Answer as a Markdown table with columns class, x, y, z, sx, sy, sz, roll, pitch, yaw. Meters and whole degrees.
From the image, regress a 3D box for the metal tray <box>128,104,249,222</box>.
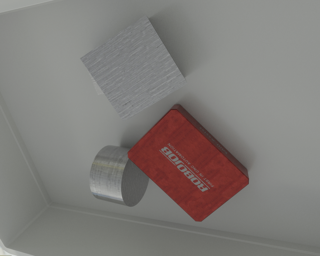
| class | x | y | z | sx | sy | sz | roll | pitch | yaw |
| --- | --- | --- | --- | --- | --- | --- | --- | --- | --- |
| metal tray | 0.036 | 0.045 | 0.395 | 0.130 | 0.030 | 0.090 | 44 | 108 | -3 |

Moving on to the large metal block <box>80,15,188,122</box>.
| class | x | y | z | sx | sy | sz | roll | pitch | yaw |
| --- | --- | --- | --- | --- | --- | --- | --- | --- | --- |
| large metal block | -0.026 | -0.066 | 0.344 | 0.080 | 0.050 | 0.080 | -31 | 103 | 9 |

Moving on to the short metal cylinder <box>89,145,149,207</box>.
| class | x | y | z | sx | sy | sz | roll | pitch | yaw |
| --- | --- | --- | --- | --- | --- | --- | --- | --- | --- |
| short metal cylinder | -0.055 | 0.067 | 0.442 | 0.050 | 0.080 | 0.079 | 7 | 121 | 25 |

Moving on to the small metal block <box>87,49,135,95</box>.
| class | x | y | z | sx | sy | sz | roll | pitch | yaw |
| --- | --- | --- | --- | --- | --- | --- | --- | --- | --- |
| small metal block | -0.063 | -0.073 | 0.395 | 0.050 | 0.025 | 0.050 | -6 | 116 | 30 |
